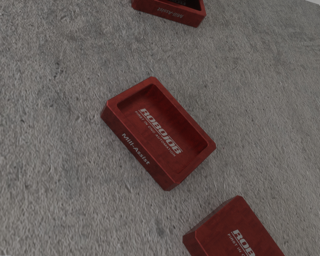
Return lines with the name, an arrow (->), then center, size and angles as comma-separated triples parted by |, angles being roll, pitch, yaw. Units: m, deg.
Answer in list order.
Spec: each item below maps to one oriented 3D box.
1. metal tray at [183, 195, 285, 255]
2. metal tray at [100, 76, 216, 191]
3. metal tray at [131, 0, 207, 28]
metal tray -> 0.098, 0.156, 0.358 | 0.091, 0.030, 0.130 | -26, 76, -37
metal tray -> 0.000, 0.004, 0.397 | 0.130, 0.030, 0.091 | 49, 51, 6
metal tray -> 0.014, -0.236, 0.551 | 0.131, 0.030, 0.090 | 8, 58, -24
